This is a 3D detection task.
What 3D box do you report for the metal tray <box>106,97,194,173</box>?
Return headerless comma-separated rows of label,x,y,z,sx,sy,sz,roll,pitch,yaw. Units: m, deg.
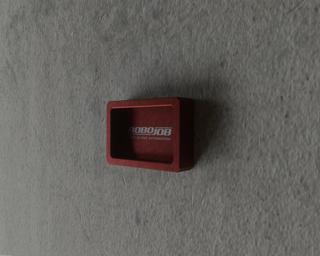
metal tray,-0.017,0.007,0.413,0.130,0.030,0.089,1,90,39
